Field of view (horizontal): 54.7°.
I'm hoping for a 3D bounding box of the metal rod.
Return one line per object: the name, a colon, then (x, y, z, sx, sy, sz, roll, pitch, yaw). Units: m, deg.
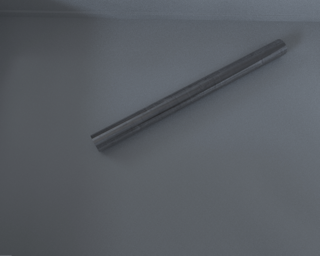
metal rod: (0.047, -0.049, 0.428, 0.302, 0.025, 0.025, -28, 73, -10)
